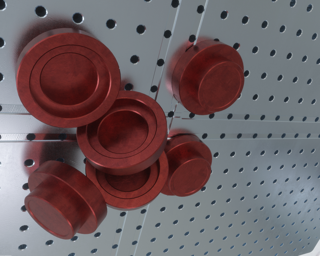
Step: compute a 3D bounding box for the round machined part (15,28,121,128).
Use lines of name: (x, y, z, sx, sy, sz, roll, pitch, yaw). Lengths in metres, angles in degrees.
round machined part: (-0.093, -0.052, 0.316, 0.099, 0.042, 0.097, -13, 124, -21)

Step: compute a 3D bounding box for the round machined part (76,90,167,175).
round machined part: (-0.041, 0.009, 0.353, 0.098, 0.098, 0.042, -27, 152, -12)

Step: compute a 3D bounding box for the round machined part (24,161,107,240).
round machined part: (-0.113, 0.088, 0.354, 0.042, 0.098, 0.097, -51, 143, -45)

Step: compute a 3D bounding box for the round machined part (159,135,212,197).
round machined part: (0.036, 0.062, 0.457, 0.099, 0.042, 0.097, -14, 124, -21)

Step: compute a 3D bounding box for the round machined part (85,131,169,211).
round machined part: (-0.041, 0.053, 0.387, 0.099, 0.098, 0.042, -21, 162, -16)

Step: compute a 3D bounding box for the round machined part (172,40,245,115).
round machined part: (0.069, -0.059, 0.400, 0.099, 0.042, 0.097, -14, 124, -21)
